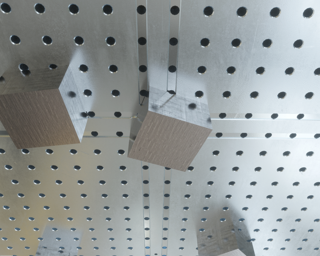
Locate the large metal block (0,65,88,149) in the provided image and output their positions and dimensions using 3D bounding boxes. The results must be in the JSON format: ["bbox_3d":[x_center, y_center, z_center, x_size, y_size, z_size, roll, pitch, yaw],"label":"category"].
[{"bbox_3d":[-0.142,-0.024,0.374,0.080,0.050,0.080,-6,130,4],"label":"large metal block"}]

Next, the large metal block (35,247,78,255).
[{"bbox_3d":[-0.223,0.296,0.645,0.080,0.050,0.079,14,129,-12],"label":"large metal block"}]

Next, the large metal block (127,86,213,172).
[{"bbox_3d":[0.010,0.003,0.398,0.080,0.050,0.080,16,128,-14],"label":"large metal block"}]

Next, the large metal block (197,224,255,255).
[{"bbox_3d":[0.129,0.238,0.598,0.080,0.050,0.080,-29,125,22],"label":"large metal block"}]
